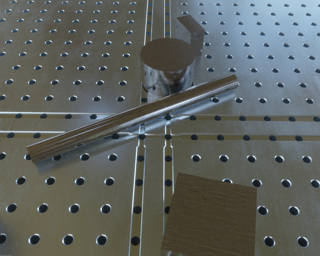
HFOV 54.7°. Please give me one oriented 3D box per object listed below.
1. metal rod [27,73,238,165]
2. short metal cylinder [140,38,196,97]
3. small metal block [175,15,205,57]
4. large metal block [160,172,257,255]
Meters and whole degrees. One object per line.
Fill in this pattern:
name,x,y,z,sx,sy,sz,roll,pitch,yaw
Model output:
metal rod,-0.024,-0.019,0.423,0.302,0.025,0.025,-21,54,-18
short metal cylinder,0.011,-0.092,0.469,0.081,0.050,0.080,0,50,0
small metal block,0.049,-0.153,0.521,0.025,0.050,0.050,-20,53,-16
large metal block,0.049,0.099,0.309,0.080,0.050,0.080,10,51,8
